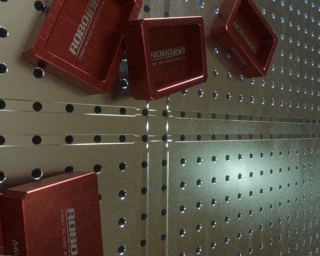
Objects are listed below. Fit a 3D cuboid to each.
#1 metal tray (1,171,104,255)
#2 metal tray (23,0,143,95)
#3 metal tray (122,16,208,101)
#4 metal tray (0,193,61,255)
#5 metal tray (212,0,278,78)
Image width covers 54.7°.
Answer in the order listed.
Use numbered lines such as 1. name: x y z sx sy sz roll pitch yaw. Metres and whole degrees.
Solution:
1. metal tray: -0.098 0.114 0.302 0.091 0.030 0.129 -9 97 -59
2. metal tray: -0.079 -0.113 0.340 0.090 0.030 0.130 28 72 -37
3. metal tray: 0.013 -0.093 0.395 0.131 0.030 0.089 -26 115 -48
4. metal tray: -0.159 0.103 0.274 0.130 0.030 0.090 44 63 -31
5. metal tray: 0.150 -0.159 0.534 0.130 0.030 0.090 37 67 -34
